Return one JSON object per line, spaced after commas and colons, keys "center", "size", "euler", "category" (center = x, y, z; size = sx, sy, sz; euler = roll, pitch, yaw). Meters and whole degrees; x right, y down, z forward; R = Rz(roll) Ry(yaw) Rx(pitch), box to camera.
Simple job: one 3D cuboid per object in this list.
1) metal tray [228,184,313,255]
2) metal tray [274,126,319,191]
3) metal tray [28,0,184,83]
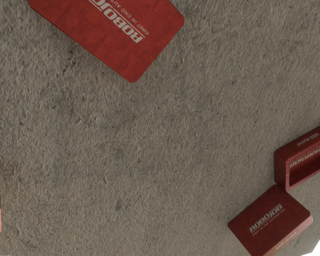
{"center": [0.207, 0.180, 0.589], "size": [0.130, 0.090, 0.030], "euler": [-39, 129, -2], "category": "metal tray"}
{"center": [0.280, 0.055, 0.590], "size": [0.131, 0.030, 0.090], "euler": [-26, 128, -12], "category": "metal tray"}
{"center": [-0.048, -0.116, 0.305], "size": [0.130, 0.030, 0.090], "euler": [35, 99, -39], "category": "metal tray"}
